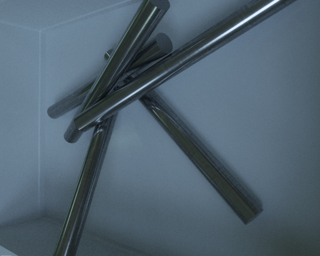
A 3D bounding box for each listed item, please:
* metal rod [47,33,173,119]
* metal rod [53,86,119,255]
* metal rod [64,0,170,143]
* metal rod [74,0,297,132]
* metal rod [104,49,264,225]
[{"bbox_3d":[-0.094,-0.062,0.456,0.299,0.025,0.025,-19,78,46],"label":"metal rod"},{"bbox_3d":[-0.095,0.075,0.396,0.025,0.025,0.299,-10,56,39],"label":"metal rod"},{"bbox_3d":[-0.075,-0.054,0.406,0.299,0.025,0.025,-43,64,48],"label":"metal rod"},{"bbox_3d":[0.011,-0.071,0.362,0.300,0.025,0.025,-29,72,25],"label":"metal rod"},{"bbox_3d":[0.013,-0.007,0.394,0.300,0.025,0.025,50,119,28],"label":"metal rod"}]
